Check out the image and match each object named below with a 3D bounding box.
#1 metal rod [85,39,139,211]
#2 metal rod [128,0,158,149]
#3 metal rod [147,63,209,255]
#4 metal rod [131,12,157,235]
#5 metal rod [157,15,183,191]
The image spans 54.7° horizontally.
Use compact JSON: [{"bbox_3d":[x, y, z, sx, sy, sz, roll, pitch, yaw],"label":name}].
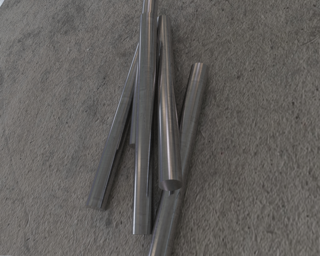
[{"bbox_3d":[-0.049,-0.032,0.449,0.025,0.025,0.300,-1,61,28],"label":"metal rod"},{"bbox_3d":[-0.021,-0.114,0.462,0.025,0.025,0.299,-7,65,24],"label":"metal rod"},{"bbox_3d":[0.021,0.050,0.362,0.025,0.025,0.300,0,62,28],"label":"metal rod"},{"bbox_3d":[-0.018,-0.021,0.397,0.025,0.025,0.299,-9,66,23],"label":"metal rod"},{"bbox_3d":[0.008,-0.058,0.415,0.025,0.025,0.300,-17,49,19],"label":"metal rod"}]
